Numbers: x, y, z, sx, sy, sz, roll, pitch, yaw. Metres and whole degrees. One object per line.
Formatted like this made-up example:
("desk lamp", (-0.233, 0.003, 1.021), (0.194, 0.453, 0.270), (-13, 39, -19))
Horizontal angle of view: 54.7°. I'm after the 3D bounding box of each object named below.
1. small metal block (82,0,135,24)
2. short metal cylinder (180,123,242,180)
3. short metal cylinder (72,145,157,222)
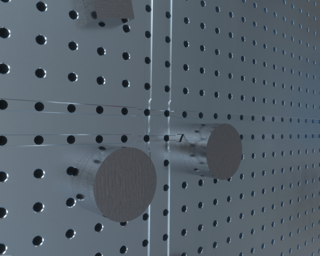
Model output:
("small metal block", (-0.061, -0.149, 0.357), (0.050, 0.025, 0.050), (-16, 101, -39))
("short metal cylinder", (0.076, 0.033, 0.456), (0.081, 0.050, 0.080), (0, 90, -40))
("short metal cylinder", (-0.051, 0.060, 0.350), (0.081, 0.050, 0.080), (0, 90, -40))
